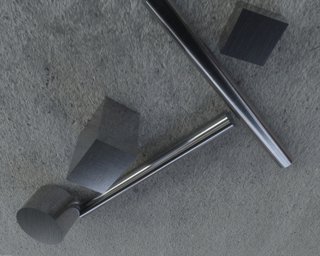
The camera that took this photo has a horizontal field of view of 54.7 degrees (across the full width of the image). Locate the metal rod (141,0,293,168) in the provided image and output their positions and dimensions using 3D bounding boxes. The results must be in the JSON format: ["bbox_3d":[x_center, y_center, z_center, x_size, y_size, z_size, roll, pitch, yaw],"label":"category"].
[{"bbox_3d":[0.086,-0.041,0.373,0.025,0.025,0.300,-32,124,24],"label":"metal rod"}]

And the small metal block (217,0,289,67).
[{"bbox_3d":[0.095,-0.098,0.325,0.050,0.025,0.050,14,129,-12],"label":"small metal block"}]

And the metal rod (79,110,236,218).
[{"bbox_3d":[-0.022,0.064,0.461,0.299,0.025,0.025,-34,123,25],"label":"metal rod"}]

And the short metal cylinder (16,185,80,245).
[{"bbox_3d":[-0.175,0.137,0.490,0.080,0.050,0.079,9,123,14],"label":"short metal cylinder"}]

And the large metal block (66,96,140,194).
[{"bbox_3d":[-0.069,0.021,0.388,0.050,0.080,0.080,27,125,-22],"label":"large metal block"}]
